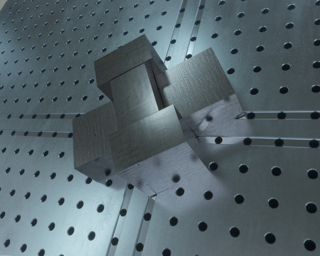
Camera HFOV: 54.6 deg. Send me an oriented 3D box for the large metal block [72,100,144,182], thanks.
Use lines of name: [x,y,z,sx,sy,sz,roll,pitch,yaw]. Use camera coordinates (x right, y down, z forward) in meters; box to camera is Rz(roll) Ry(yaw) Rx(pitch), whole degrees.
large metal block: [-0.069,0.016,0.421,0.080,0.050,0.080,-24,53,14]

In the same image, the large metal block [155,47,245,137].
large metal block: [0.049,-0.042,0.392,0.080,0.050,0.080,-26,55,12]

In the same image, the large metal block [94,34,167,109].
large metal block: [-0.033,-0.070,0.433,0.080,0.080,0.050,-25,52,13]

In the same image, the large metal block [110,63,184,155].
large metal block: [-0.016,-0.020,0.394,0.050,0.080,0.080,-26,53,13]

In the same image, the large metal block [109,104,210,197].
large metal block: [0.001,0.029,0.355,0.080,0.080,0.050,-25,53,12]
